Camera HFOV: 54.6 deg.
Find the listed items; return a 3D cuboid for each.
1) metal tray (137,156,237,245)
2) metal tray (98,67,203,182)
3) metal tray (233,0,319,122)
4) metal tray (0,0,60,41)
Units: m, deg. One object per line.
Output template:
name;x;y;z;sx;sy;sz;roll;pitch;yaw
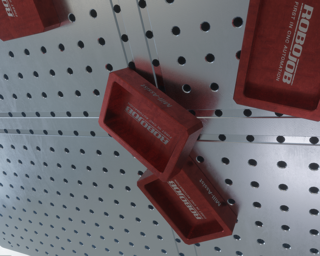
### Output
metal tray;0.039;0.107;0.454;0.090;0.030;0.130;-31;102;38
metal tray;-0.018;-0.005;0.392;0.130;0.030;0.089;39;131;21
metal tray;0.126;-0.077;0.293;0.090;0.030;0.129;15;125;20
metal tray;-0.192;-0.184;0.397;0.090;0.030;0.129;-1;118;29
